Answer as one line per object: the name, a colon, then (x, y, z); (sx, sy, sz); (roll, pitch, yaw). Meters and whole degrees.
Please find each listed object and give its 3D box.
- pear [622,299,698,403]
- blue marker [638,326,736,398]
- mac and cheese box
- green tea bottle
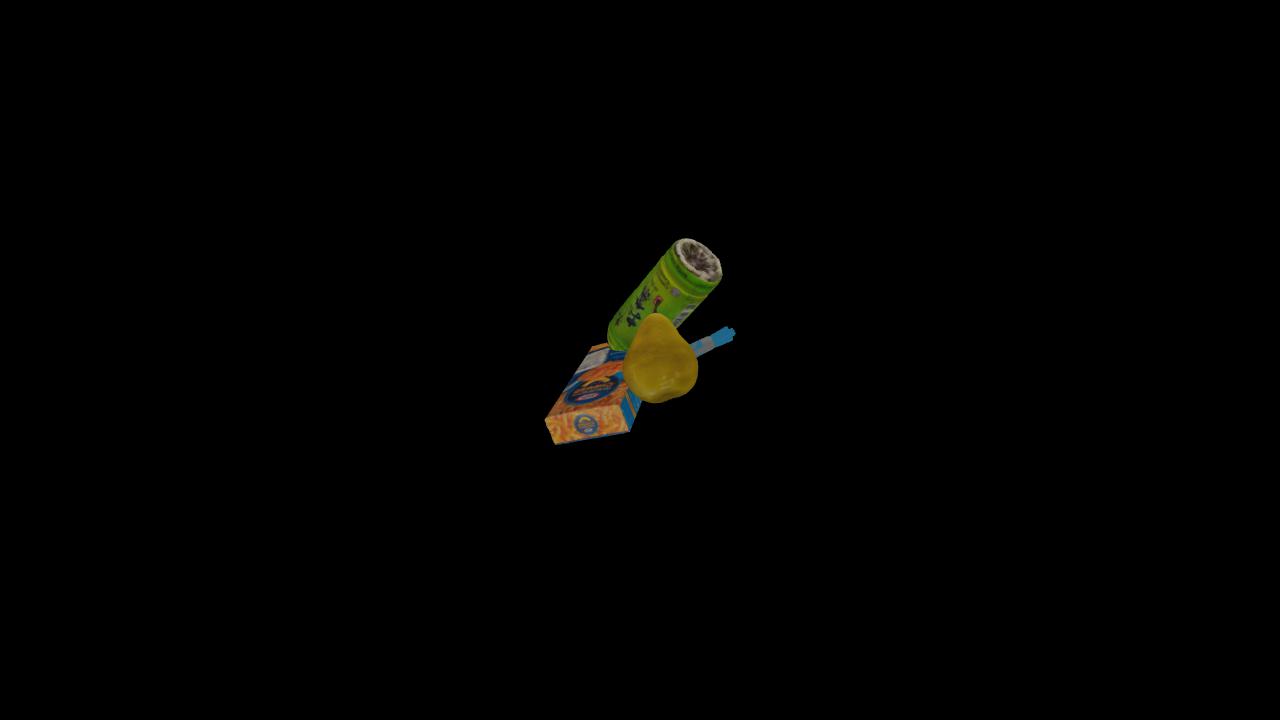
pear: (0.016, -0.012, 0.656); (0.080, 0.111, 0.080); (-14, -19, -5)
blue marker: (0.056, -0.008, 0.718); (0.121, 0.020, 0.020); (-25, 1, -3)
mac and cheese box: (-0.037, 0.029, 0.733); (0.093, 0.041, 0.184); (-11, 23, 18)
green tea bottle: (0.013, -0.054, 0.755); (0.073, 0.073, 0.212); (0, -36, -40)
